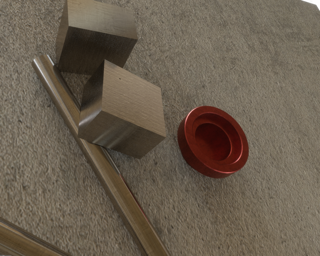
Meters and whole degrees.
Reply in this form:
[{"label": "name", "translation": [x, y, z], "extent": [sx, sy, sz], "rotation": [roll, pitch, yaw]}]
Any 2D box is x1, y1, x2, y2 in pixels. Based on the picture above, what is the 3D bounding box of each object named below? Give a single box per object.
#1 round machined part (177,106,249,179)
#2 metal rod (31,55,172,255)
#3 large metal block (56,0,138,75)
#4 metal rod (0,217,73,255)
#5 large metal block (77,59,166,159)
[{"label": "round machined part", "translation": [0.067, 0.022, 0.417], "extent": [0.099, 0.042, 0.098], "rotation": [14, 56, -21]}, {"label": "metal rod", "translation": [-0.063, 0.042, 0.345], "extent": [0.025, 0.025, 0.299], "rotation": [-24, 75, -37]}, {"label": "large metal block", "translation": [-0.083, -0.111, 0.392], "extent": [0.081, 0.080, 0.050], "rotation": [4, 60, -27]}, {"label": "metal rod", "translation": [-0.114, 0.110, 0.275], "extent": [0.301, 0.025, 0.025], "rotation": [32, 51, -8]}, {"label": "large metal block", "translation": [-0.043, -0.020, 0.359], "extent": [0.080, 0.050, 0.080], "rotation": [24, 42, -31]}]
